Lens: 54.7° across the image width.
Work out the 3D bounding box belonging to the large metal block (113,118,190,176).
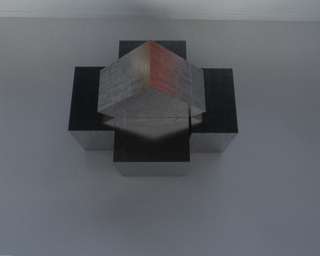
[{"bbox_3d":[-0.009,0.025,0.370,0.081,0.080,0.050,0,70,0],"label":"large metal block"}]

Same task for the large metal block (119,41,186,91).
[{"bbox_3d":[-0.009,-0.069,0.404,0.081,0.080,0.050,0,70,0],"label":"large metal block"}]

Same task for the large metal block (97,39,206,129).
[{"bbox_3d":[-0.009,-0.040,0.334,0.080,0.080,0.050,19,63,-42],"label":"large metal block"}]

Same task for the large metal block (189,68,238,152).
[{"bbox_3d":[0.059,-0.019,0.384,0.050,0.080,0.080,0,70,0],"label":"large metal block"}]

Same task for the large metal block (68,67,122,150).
[{"bbox_3d":[-0.074,-0.021,0.387,0.050,0.080,0.080,0,70,0],"label":"large metal block"}]
